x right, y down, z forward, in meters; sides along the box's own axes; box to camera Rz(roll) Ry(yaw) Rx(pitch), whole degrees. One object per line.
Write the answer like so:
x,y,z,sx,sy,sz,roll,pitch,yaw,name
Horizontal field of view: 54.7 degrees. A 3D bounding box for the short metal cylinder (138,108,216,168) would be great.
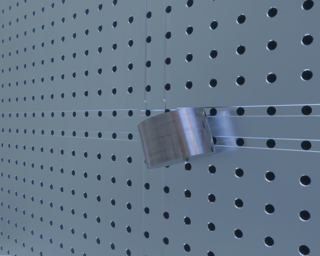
0.019,0.013,0.356,0.080,0.081,0.050,-22,76,37,short metal cylinder
